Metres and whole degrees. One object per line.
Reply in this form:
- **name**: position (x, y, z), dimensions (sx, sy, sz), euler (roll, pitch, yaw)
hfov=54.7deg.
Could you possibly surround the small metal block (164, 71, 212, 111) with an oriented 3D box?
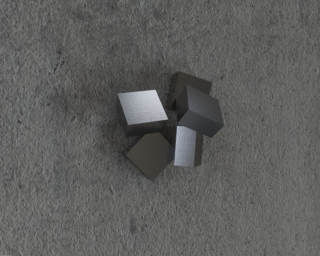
- **small metal block**: position (0.039, -0.045, 0.426), dimensions (0.050, 0.025, 0.050), euler (15, 85, -20)

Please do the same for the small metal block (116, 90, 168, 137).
- **small metal block**: position (-0.024, -0.019, 0.389), dimensions (0.050, 0.025, 0.050), euler (-8, 55, -21)

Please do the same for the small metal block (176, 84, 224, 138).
- **small metal block**: position (0.049, -0.021, 0.389), dimensions (0.050, 0.025, 0.050), euler (23, 39, -19)

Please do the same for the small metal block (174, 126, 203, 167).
- **small metal block**: position (0.039, 0.024, 0.410), dimensions (0.025, 0.050, 0.050), euler (4, 88, 18)

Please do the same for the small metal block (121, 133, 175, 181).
- **small metal block**: position (-0.013, 0.033, 0.407), dimensions (0.050, 0.025, 0.050), euler (-47, 105, -14)

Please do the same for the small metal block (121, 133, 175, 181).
- **small metal block**: position (-0.013, 0.033, 0.407), dimensions (0.050, 0.025, 0.050), euler (-47, 105, -14)
